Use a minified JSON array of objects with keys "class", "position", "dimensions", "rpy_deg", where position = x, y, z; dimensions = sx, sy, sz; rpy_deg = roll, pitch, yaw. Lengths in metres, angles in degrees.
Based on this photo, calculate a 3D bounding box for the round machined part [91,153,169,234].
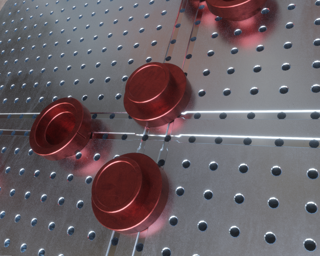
[{"class":"round machined part","position":[-0.043,0.074,0.375],"dimensions":[0.098,0.042,0.098],"rpy_deg":[-13,56,21]}]

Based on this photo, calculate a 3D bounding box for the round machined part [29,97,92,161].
[{"class":"round machined part","position":[-0.145,0.005,0.472],"dimensions":[0.098,0.042,0.098],"rpy_deg":[-13,56,21]}]

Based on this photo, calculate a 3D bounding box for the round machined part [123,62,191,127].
[{"class":"round machined part","position":[-0.009,-0.054,0.436],"dimensions":[0.098,0.042,0.098],"rpy_deg":[-13,56,21]}]

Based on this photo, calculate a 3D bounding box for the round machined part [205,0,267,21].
[{"class":"round machined part","position":[0.118,-0.198,0.458],"dimensions":[0.098,0.042,0.098],"rpy_deg":[-13,56,21]}]
